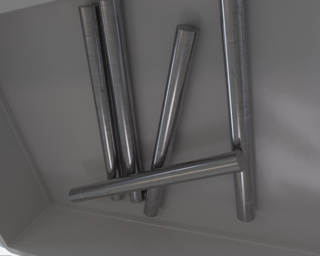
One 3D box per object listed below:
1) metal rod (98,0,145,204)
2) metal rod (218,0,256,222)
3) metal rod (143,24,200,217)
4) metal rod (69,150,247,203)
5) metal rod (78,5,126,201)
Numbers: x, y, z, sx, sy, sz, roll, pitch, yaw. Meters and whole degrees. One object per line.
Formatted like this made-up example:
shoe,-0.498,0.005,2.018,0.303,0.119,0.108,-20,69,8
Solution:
metal rod,-0.047,-0.017,0.422,0.025,0.025,0.298,9,123,23
metal rod,0.091,-0.012,0.353,0.025,0.025,0.298,3,120,26
metal rod,0.008,0.014,0.413,0.025,0.025,0.298,21,127,15
metal rod,-0.025,0.075,0.434,0.300,0.025,0.025,-18,109,35
metal rod,-0.077,-0.015,0.439,0.025,0.025,0.298,11,123,22
